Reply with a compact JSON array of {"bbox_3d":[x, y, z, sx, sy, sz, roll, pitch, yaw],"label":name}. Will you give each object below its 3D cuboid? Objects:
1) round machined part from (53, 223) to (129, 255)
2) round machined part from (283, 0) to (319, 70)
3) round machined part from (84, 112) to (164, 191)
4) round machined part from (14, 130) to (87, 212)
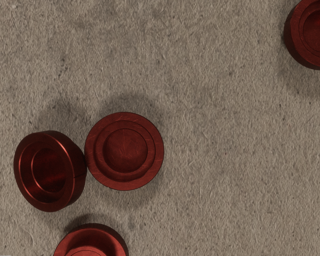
[{"bbox_3d":[-0.091,0.178,0.400,0.099,0.042,0.097,0,90,-1],"label":"round machined part"},{"bbox_3d":[0.210,-0.124,0.404,0.099,0.042,0.097,0,90,-1],"label":"round machined part"},{"bbox_3d":[-0.044,0.029,0.401,0.099,0.042,0.097,0,90,-1],"label":"round machined part"},{"bbox_3d":[-0.131,0.051,0.387,0.098,0.042,0.097,4,99,25],"label":"round machined part"}]
